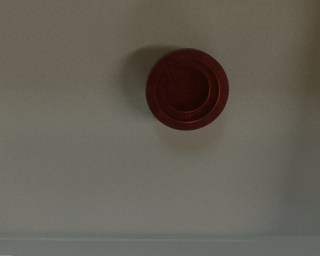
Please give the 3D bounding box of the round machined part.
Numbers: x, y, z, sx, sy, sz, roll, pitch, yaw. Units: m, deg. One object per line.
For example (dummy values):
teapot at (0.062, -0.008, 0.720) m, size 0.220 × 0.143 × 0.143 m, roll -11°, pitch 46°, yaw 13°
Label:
round machined part at (0.032, -0.049, 0.384) m, size 0.099 × 0.042 × 0.097 m, roll 0°, pitch 110°, yaw 0°
